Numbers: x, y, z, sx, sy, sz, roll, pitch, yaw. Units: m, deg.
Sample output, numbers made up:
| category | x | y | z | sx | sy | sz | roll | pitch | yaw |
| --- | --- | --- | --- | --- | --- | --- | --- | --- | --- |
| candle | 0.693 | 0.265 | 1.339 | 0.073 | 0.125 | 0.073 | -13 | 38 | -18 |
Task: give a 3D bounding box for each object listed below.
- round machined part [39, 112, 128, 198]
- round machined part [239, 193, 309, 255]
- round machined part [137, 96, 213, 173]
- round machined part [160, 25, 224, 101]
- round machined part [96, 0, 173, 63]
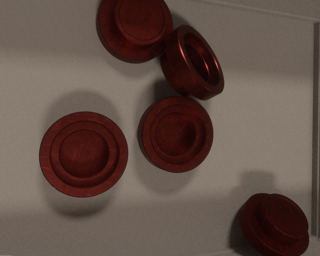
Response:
| category | x | y | z | sx | sy | sz | roll | pitch | yaw |
| --- | --- | --- | --- | --- | --- | --- | --- | --- | --- |
| round machined part | -0.091 | 0.030 | 0.369 | 0.099 | 0.042 | 0.097 | 0 | 90 | -21 |
| round machined part | 0.166 | 0.132 | 0.435 | 0.099 | 0.098 | 0.042 | 6 | 132 | -20 |
| round machined part | 0.017 | 0.008 | 0.409 | 0.099 | 0.042 | 0.097 | 0 | 90 | -21 |
| round machined part | 0.038 | -0.079 | 0.399 | 0.098 | 0.042 | 0.098 | 32 | 44 | -37 |
| round machined part | -0.028 | -0.134 | 0.392 | 0.099 | 0.042 | 0.097 | 0 | 90 | -21 |
